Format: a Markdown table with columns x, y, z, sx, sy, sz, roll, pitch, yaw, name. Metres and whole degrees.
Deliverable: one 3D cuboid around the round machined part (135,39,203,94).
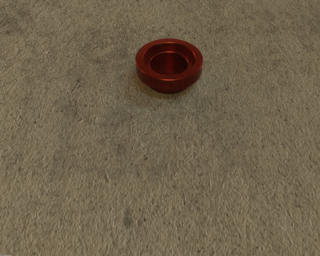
| x | y | z | sx | sy | sz | roll | pitch | yaw | name |
| --- | --- | --- | --- | --- | --- | --- | --- | --- | --- |
| 0.013 | -0.089 | 0.467 | 0.099 | 0.042 | 0.098 | 0 | 50 | 0 | round machined part |
